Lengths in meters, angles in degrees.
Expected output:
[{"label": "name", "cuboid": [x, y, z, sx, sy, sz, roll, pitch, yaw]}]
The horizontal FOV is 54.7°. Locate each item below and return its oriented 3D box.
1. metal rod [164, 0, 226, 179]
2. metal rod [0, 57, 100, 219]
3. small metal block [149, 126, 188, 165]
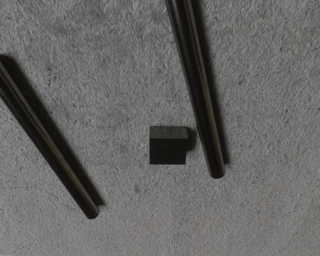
[{"label": "metal rod", "cuboid": [0.047, -0.043, 0.370, 0.025, 0.025, 0.299, -12, 129, 10]}, {"label": "metal rod", "cuboid": [-0.152, 0.035, 0.435, 0.025, 0.025, 0.299, -11, 130, 9]}, {"label": "small metal block", "cuboid": [0.011, 0.024, 0.428, 0.050, 0.025, 0.050, 1, 130, -1]}]
